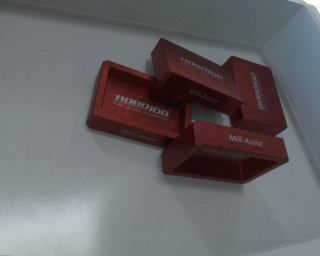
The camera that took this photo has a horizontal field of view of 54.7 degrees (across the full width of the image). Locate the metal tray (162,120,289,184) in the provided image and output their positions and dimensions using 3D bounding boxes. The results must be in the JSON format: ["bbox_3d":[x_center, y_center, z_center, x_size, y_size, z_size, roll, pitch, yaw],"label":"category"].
[{"bbox_3d":[0.079,0.035,0.386,0.131,0.090,0.030,11,57,-23],"label":"metal tray"}]

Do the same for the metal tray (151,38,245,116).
[{"bbox_3d":[0.054,-0.074,0.454,0.131,0.030,0.090,18,38,-25],"label":"metal tray"}]

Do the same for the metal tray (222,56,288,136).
[{"bbox_3d":[0.157,-0.054,0.523,0.091,0.030,0.130,11,57,-23],"label":"metal tray"}]

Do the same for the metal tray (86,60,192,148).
[{"bbox_3d":[-0.022,-0.028,0.408,0.131,0.030,0.090,17,55,-19],"label":"metal tray"}]
